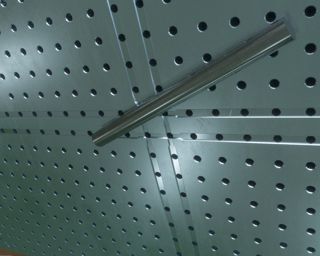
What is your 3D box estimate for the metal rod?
[{"bbox_3d":[0.014,-0.038,0.378,0.299,0.025,0.025,-27,104,37],"label":"metal rod"}]
